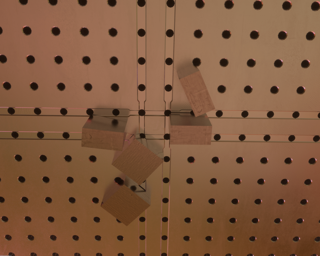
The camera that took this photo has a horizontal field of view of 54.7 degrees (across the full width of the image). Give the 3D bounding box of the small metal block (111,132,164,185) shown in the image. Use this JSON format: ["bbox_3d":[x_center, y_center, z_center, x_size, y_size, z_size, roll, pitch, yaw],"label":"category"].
[{"bbox_3d":[-0.030,0.042,0.429,0.050,0.025,0.050,39,105,-14],"label":"small metal block"}]

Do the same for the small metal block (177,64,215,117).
[{"bbox_3d":[0.044,-0.048,0.383,0.025,0.050,0.050,-23,109,8],"label":"small metal block"}]

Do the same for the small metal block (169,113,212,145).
[{"bbox_3d":[0.038,0.000,0.401,0.050,0.050,0.025,1,110,-1],"label":"small metal block"}]

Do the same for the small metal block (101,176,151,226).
[{"bbox_3d":[-0.049,0.107,0.452,0.050,0.025,0.050,42,104,-14],"label":"small metal block"}]

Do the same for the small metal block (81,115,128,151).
[{"bbox_3d":[-0.070,0.006,0.401,0.050,0.050,0.025,7,110,-3],"label":"small metal block"}]
